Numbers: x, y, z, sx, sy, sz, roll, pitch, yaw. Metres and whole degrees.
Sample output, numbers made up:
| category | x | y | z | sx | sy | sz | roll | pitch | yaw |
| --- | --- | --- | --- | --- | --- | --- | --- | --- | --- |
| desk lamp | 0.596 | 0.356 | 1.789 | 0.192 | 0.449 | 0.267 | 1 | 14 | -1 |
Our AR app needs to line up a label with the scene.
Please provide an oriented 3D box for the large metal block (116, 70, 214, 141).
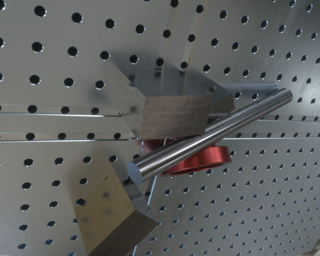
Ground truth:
| category | x | y | z | sx | sy | sz | roll | pitch | yaw |
| --- | --- | --- | --- | --- | --- | --- | --- | --- | --- |
| large metal block | 0.002 | -0.030 | 0.358 | 0.081 | 0.080 | 0.050 | -5 | 121 | -26 |

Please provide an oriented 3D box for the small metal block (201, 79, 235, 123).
| category | x | y | z | sx | sy | sz | roll | pitch | yaw |
| --- | --- | --- | --- | --- | --- | --- | --- | --- | --- |
| small metal block | 0.062 | -0.034 | 0.408 | 0.050 | 0.050 | 0.025 | -29 | 128 | -10 |

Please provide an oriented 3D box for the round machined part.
| category | x | y | z | sx | sy | sz | roll | pitch | yaw |
| --- | --- | --- | --- | --- | --- | --- | --- | --- | --- |
| round machined part | 0.045 | 0.036 | 0.425 | 0.099 | 0.042 | 0.098 | -11 | 167 | -2 |

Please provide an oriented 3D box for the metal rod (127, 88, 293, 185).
| category | x | y | z | sx | sy | sz | roll | pitch | yaw |
| --- | --- | --- | --- | --- | --- | --- | --- | --- | --- |
| metal rod | 0.086 | -0.003 | 0.400 | 0.302 | 0.025 | 0.025 | -23 | 129 | -36 |

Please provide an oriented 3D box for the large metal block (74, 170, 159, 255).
| category | x | y | z | sx | sy | sz | roll | pitch | yaw |
| --- | --- | --- | --- | --- | --- | --- | --- | --- | --- |
| large metal block | -0.061 | 0.119 | 0.416 | 0.080 | 0.080 | 0.050 | -44 | 129 | 2 |
